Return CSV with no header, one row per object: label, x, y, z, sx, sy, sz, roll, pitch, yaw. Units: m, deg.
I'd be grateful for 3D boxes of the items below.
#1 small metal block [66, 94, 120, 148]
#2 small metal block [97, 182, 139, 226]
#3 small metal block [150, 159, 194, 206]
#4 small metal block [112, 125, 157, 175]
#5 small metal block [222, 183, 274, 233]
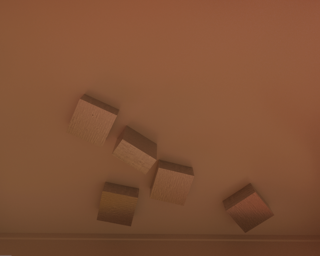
small metal block,-0.088,-0.009,0.407,0.050,0.025,0.050,25,108,-9
small metal block,-0.061,0.111,0.452,0.050,0.025,0.050,12,110,-5
small metal block,0.016,0.078,0.440,0.050,0.025,0.050,14,110,-6
small metal block,-0.032,0.028,0.408,0.050,0.050,0.025,33,107,-12
small metal block,0.129,0.118,0.456,0.050,0.025,0.050,-37,106,12
